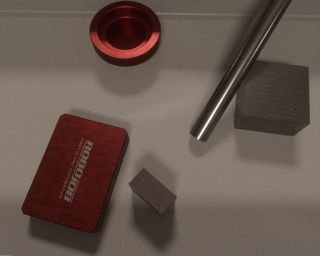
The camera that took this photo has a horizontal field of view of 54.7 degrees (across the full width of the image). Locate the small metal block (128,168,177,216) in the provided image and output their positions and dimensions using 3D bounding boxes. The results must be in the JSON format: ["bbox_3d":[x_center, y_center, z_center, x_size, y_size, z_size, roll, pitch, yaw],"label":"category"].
[{"bbox_3d":[-0.008,0.078,0.368,0.050,0.050,0.025,40,75,13],"label":"small metal block"}]

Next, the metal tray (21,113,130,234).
[{"bbox_3d":[-0.100,0.055,0.386,0.090,0.030,0.130,15,70,5],"label":"metal tray"}]

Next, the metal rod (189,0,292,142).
[{"bbox_3d":[0.123,-0.115,0.382,0.025,0.025,0.299,32,100,10],"label":"metal rod"}]

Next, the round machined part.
[{"bbox_3d":[-0.048,-0.131,0.448,0.099,0.042,0.098,0,70,-1],"label":"round machined part"}]

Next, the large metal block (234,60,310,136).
[{"bbox_3d":[0.147,-0.039,0.413,0.080,0.050,0.080,8,70,2],"label":"large metal block"}]
